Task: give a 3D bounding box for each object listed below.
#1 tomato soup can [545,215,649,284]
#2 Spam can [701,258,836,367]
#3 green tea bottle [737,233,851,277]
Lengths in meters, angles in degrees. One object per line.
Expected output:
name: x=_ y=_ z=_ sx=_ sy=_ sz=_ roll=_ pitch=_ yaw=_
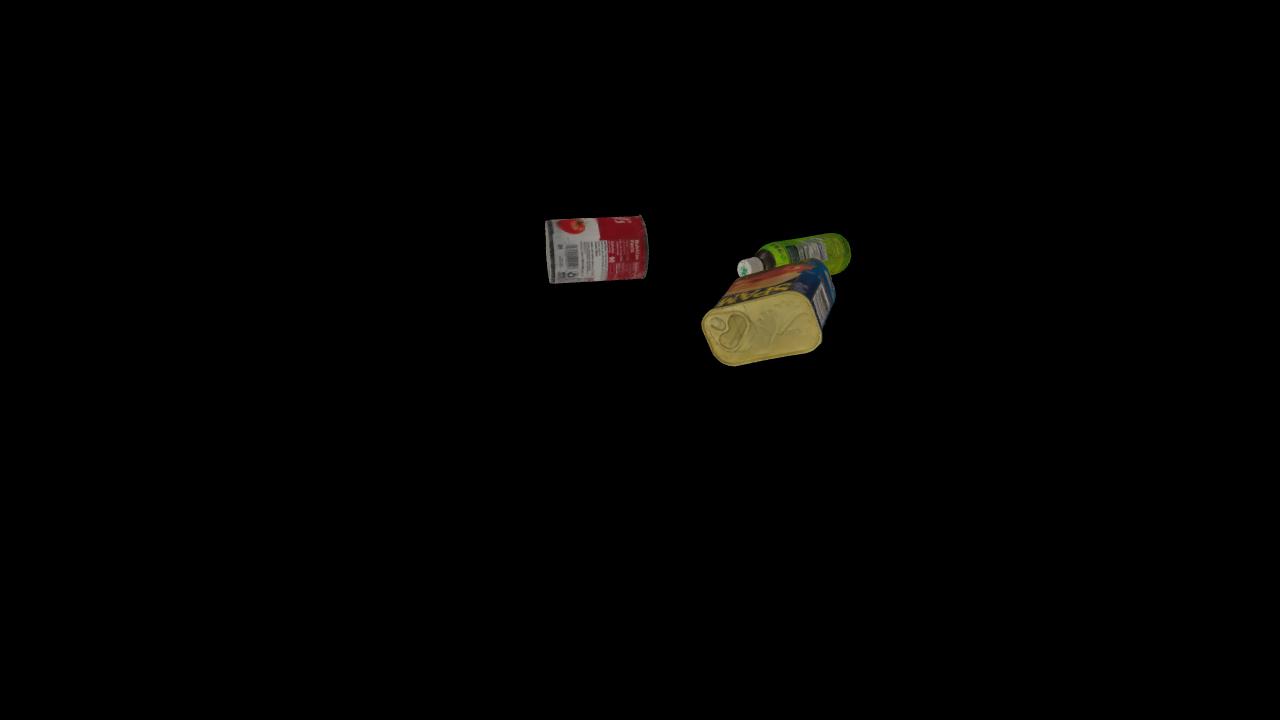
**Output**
tomato soup can: x=-0.047 y=-0.115 z=0.647 sx=0.101 sy=0.068 sz=0.068 roll=-6 pitch=1 yaw=-11
Spam can: x=0.118 y=-0.044 z=0.550 sx=0.101 sy=0.058 sz=0.085 roll=-11 pitch=23 yaw=34
green tea bottle: x=0.238 y=-0.155 z=0.958 sx=0.212 sy=0.073 sz=0.073 roll=-12 pitch=7 yaw=-34
